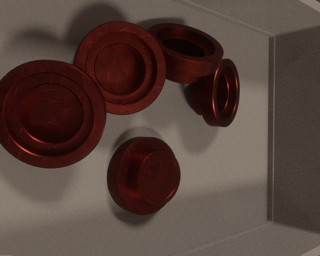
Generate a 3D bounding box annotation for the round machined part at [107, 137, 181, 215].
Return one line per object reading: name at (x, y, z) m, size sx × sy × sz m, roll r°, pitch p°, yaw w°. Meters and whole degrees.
round machined part at (-0.012, 0.060, 0.387) m, size 0.099 × 0.042 × 0.097 m, roll 0°, pitch 90°, yaw -40°

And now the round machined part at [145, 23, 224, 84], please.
round machined part at (0.028, -0.093, 0.397) m, size 0.099 × 0.098 × 0.042 m, roll -23°, pitch 145°, yaw -38°

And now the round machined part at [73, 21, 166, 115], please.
round machined part at (-0.046, -0.064, 0.345) m, size 0.099 × 0.042 × 0.097 m, roll -3°, pitch 97°, yaw -20°

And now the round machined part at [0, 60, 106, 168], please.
round machined part at (-0.101, -0.015, 0.293) m, size 0.099 × 0.042 × 0.097 m, roll -2°, pitch 101°, yaw -7°

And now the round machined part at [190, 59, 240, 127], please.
round machined part at (0.079, -0.051, 0.454) m, size 0.099 × 0.042 × 0.097 m, roll -11°, pitch 104°, yaw -55°
